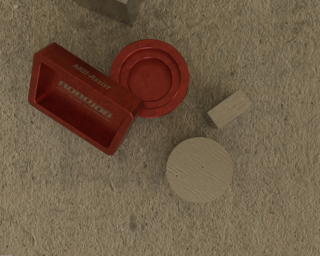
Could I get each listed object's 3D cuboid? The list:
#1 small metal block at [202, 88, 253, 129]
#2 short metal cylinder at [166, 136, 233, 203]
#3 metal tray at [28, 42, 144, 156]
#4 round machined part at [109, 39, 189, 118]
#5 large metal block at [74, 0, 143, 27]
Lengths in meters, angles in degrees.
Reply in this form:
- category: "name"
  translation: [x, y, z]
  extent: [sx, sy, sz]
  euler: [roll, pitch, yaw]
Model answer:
- category: "small metal block"
  translation: [0.084, -0.023, 0.398]
  extent: [0.050, 0.050, 0.025]
  euler: [-36, 90, 0]
- category: "short metal cylinder"
  translation: [0.048, 0.051, 0.398]
  extent: [0.081, 0.050, 0.080]
  euler: [0, 90, 0]
- category: "metal tray"
  translation: [-0.094, -0.032, 0.379]
  extent: [0.130, 0.089, 0.030]
  euler: [33, 45, 0]
- category: "round machined part"
  translation: [-0.013, -0.061, 0.401]
  extent: [0.099, 0.042, 0.097]
  euler: [0, 90, 0]
- category: "large metal block"
  translation: [-0.065, -0.175, 0.382]
  extent: [0.080, 0.080, 0.050]
  euler: [22, 90, 0]
